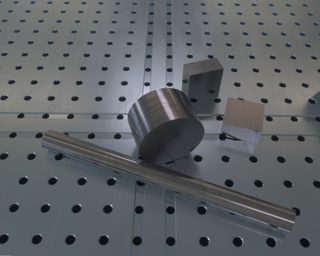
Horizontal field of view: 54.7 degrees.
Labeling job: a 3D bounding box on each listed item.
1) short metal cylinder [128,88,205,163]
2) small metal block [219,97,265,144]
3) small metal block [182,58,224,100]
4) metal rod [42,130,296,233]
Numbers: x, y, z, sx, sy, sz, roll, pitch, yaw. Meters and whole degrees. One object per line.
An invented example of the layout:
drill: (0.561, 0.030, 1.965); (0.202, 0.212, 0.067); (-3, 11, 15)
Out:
short metal cylinder: (0.006, -0.002, 0.373); (0.081, 0.080, 0.050); (-14, 52, -12)
small metal block: (0.111, -0.011, 0.418); (0.050, 0.025, 0.050); (13, 51, 10)
small metal block: (0.061, -0.070, 0.451); (0.050, 0.050, 0.025); (-14, 52, -11)
metal rod: (-0.002, 0.056, 0.360); (0.301, 0.025, 0.025); (17, 52, 13)
